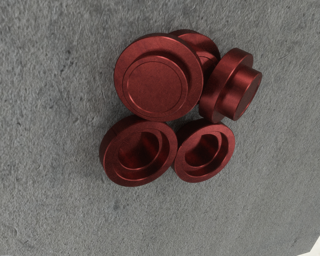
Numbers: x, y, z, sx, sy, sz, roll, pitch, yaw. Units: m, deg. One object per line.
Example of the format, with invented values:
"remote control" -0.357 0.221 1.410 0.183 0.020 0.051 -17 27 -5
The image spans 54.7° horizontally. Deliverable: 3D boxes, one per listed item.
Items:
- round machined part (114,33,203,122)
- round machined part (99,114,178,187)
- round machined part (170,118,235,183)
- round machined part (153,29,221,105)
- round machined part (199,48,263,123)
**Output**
"round machined part" -0.003 -0.050 0.336 0.099 0.042 0.097 3 117 7
"round machined part" -0.030 0.024 0.397 0.099 0.042 0.097 -14 125 -21
"round machined part" 0.055 0.027 0.446 0.099 0.042 0.097 -14 125 -21
"round machined part" 0.034 -0.066 0.376 0.099 0.042 0.097 -14 125 -21
"round machined part" 0.094 -0.048 0.393 0.098 0.042 0.097 -46 155 -28
